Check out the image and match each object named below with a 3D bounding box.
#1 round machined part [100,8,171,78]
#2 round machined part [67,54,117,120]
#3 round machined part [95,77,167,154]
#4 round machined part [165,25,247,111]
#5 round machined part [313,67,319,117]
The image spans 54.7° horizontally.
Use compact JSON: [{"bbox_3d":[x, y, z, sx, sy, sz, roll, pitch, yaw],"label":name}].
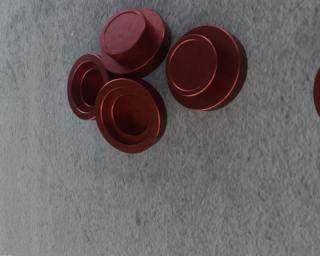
[{"bbox_3d":[-0.038,-0.114,0.403,0.098,0.042,0.098,-11,66,26],"label":"round machined part"},{"bbox_3d":[-0.094,-0.060,0.469,0.098,0.042,0.097,0,90,39],"label":"round machined part"},{"bbox_3d":[-0.034,-0.019,0.408,0.098,0.042,0.097,9,109,27],"label":"round machined part"},{"bbox_3d":[0.045,-0.069,0.355,0.098,0.042,0.097,0,90,39],"label":"round machined part"},{"bbox_3d":[0.180,-0.030,0.245,0.098,0.042,0.097,0,90,39],"label":"round machined part"}]
